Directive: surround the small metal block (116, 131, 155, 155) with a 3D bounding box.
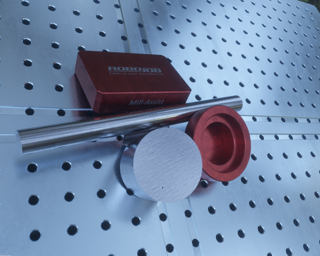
[{"bbox_3d":[-0.025,0.012,0.399,0.050,0.025,0.050,17,55,-19],"label":"small metal block"}]

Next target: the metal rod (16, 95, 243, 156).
[{"bbox_3d":[-0.010,-0.011,0.378,0.303,0.025,0.025,-12,68,-33],"label":"metal rod"}]

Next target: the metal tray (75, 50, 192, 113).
[{"bbox_3d":[-0.035,-0.063,0.408,0.131,0.030,0.090,-5,46,-31],"label":"metal tray"}]

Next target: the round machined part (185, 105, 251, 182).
[{"bbox_3d":[0.070,0.021,0.409,0.099,0.042,0.097,5,81,-32],"label":"round machined part"}]

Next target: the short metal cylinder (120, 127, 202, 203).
[{"bbox_3d":[0.000,0.043,0.352,0.081,0.050,0.080,4,79,-22],"label":"short metal cylinder"}]
